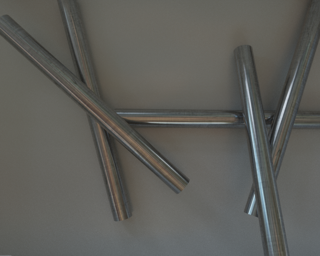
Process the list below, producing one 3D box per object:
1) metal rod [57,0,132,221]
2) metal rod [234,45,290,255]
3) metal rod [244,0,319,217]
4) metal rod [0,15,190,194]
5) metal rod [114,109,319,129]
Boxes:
[{"bbox_3d":[-0.086,-0.026,0.410,0.025,0.025,0.298,-14,90,0],"label":"metal rod"},{"bbox_3d":[0.117,0.035,0.359,0.025,0.025,0.299,-2,68,0],"label":"metal rod"},{"bbox_3d":[0.164,-0.034,0.391,0.025,0.025,0.299,21,81,-1],"label":"metal rod"},{"bbox_3d":[-0.082,-0.027,0.384,0.300,0.025,0.025,42,90,-3],"label":"metal rod"},{"bbox_3d":[0.091,-0.012,0.412,0.302,0.025,0.025,1,90,-1],"label":"metal rod"}]
